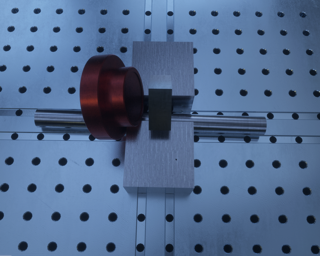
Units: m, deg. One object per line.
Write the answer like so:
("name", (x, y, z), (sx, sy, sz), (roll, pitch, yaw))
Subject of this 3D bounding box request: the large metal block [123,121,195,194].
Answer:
("large metal block", (0.000, 0.037, 0.385), (0.081, 0.050, 0.080), (1, 70, 0))

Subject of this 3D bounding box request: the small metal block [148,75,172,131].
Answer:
("small metal block", (0.000, -0.031, 0.363), (0.025, 0.050, 0.050), (1, 26, 0))

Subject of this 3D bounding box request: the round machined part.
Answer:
("round machined part", (-0.048, -0.035, 0.355), (0.042, 0.098, 0.098), (-1, 69, 15))

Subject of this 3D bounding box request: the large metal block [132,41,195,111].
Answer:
("large metal block", (0.004, -0.070, 0.424), (0.081, 0.050, 0.080), (1, 70, 0))

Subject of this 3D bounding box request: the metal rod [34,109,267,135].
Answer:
("metal rod", (-0.012, -0.008, 0.414), (0.302, 0.025, 0.025), (2, 70, 0))
